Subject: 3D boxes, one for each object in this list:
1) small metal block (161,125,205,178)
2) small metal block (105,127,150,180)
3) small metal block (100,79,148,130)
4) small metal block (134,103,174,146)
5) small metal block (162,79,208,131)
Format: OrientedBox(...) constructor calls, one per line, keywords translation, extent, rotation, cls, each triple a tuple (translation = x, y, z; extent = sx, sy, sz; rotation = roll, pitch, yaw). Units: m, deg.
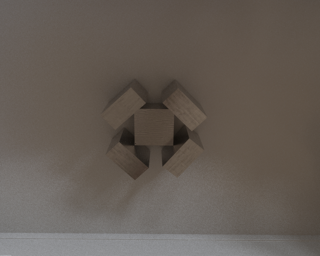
OrientedBox(translation=(0.028, 0.029, 0.406), extent=(0.025, 0.050, 0.050), rotation=(38, 105, -14), cls="small metal block")
OrientedBox(translation=(-0.040, 0.033, 0.408), extent=(0.025, 0.050, 0.050), rotation=(-43, 105, 15), cls="small metal block")
OrientedBox(translation=(-0.043, -0.031, 0.384), extent=(0.050, 0.050, 0.025), rotation=(-40, 105, 14), cls="small metal block")
OrientedBox(translation=(-0.007, -0.005, 0.407), extent=(0.050, 0.025, 0.050), rotation=(1, 110, -1), cls="small metal block")
OrientedBox(translation=(0.029, -0.029, 0.385), extent=(0.025, 0.050, 0.050), rotation=(-43, 106, 13), cls="small metal block")
